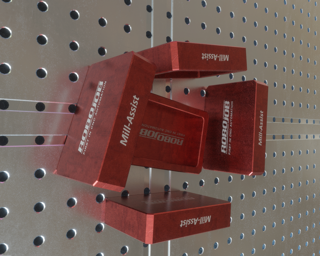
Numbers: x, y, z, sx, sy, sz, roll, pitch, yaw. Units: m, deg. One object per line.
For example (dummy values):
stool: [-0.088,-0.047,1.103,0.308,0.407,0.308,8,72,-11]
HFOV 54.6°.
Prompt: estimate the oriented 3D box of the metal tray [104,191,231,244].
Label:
metal tray: [0.011,0.102,0.376,0.131,0.090,0.030,5,87,-39]

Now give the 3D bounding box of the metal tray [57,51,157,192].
metal tray: [-0.057,-0.007,0.318,0.030,0.090,0.130,23,75,-37]

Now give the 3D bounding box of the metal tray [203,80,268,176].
metal tray: [0.108,0.000,0.456,0.030,0.090,0.129,6,86,-40]

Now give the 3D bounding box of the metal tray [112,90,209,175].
metal tray: [0.006,0.009,0.409,0.131,0.030,0.090,14,81,-39]

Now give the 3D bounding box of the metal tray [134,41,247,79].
metal tray: [0.036,-0.083,0.395,0.131,0.090,0.030,-8,96,-39]
